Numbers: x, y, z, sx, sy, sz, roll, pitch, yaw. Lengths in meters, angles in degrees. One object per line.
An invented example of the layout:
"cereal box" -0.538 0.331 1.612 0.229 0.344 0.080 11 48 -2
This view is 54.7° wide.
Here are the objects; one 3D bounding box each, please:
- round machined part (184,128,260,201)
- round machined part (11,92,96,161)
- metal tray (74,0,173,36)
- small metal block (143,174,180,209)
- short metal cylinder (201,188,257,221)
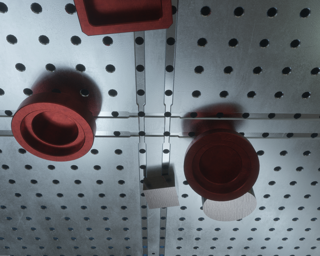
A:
"round machined part" 0.083 0.047 0.426 0.099 0.042 0.097 1 105 5
"round machined part" -0.131 -0.006 0.394 0.099 0.042 0.097 0 130 0
"metal tray" -0.038 -0.153 0.277 0.091 0.030 0.129 -5 130 3
"small metal block" 0.003 0.103 0.500 0.050 0.025 0.050 -8 130 6
"short metal cylinder" 0.105 0.102 0.484 0.081 0.050 0.079 -1 130 0
